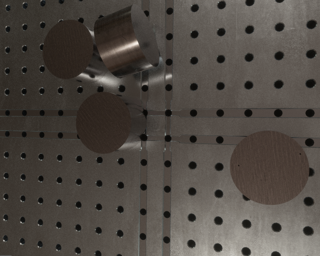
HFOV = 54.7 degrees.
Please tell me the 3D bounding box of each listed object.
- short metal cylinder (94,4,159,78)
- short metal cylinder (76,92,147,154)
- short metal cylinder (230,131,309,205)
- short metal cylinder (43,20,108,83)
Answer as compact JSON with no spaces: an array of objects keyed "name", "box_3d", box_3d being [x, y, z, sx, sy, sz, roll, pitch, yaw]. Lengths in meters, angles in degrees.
[{"name":"short metal cylinder","box_3d":[-0.040,-0.109,0.397,0.050,0.080,0.080,-15,85,19]},{"name":"short metal cylinder","box_3d":[-0.065,-0.007,0.421,0.080,0.050,0.079,0,90,19]},{"name":"short metal cylinder","box_3d":[0.124,0.043,0.355,0.080,0.050,0.079,0,90,19]},{"name":"short metal cylinder","box_3d":[-0.116,-0.106,0.439,0.080,0.050,0.079,0,90,19]}]
